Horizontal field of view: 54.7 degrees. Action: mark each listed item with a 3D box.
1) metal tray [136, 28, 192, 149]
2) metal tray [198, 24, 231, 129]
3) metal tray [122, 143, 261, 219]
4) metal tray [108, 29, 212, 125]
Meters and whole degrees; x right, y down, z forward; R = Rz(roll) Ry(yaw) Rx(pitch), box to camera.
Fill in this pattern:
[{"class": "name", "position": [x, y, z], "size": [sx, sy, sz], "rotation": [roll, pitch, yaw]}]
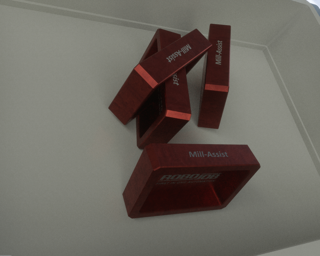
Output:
[{"class": "metal tray", "position": [-0.001, -0.047, 0.391], "size": [0.030, 0.090, 0.130], "rotation": [10, 58, -22]}, {"class": "metal tray", "position": [0.078, -0.075, 0.449], "size": [0.030, 0.090, 0.130], "rotation": [7, 55, 5]}, {"class": "metal tray", "position": [0.034, 0.058, 0.343], "size": [0.131, 0.089, 0.030], "rotation": [2, 44, -27]}, {"class": "metal tray", "position": [0.002, -0.065, 0.389], "size": [0.030, 0.090, 0.131], "rotation": [47, 49, 2]}]
